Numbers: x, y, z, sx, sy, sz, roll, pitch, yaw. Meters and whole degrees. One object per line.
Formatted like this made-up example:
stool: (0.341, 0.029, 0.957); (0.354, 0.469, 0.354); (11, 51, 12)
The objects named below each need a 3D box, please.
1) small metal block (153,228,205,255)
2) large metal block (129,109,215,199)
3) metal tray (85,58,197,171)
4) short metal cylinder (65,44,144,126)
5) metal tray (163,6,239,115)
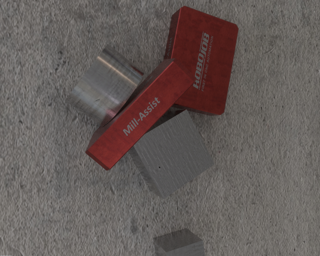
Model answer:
small metal block: (0.024, 0.158, 0.405); (0.050, 0.050, 0.025); (-10, 94, -20)
large metal block: (0.010, 0.031, 0.400); (0.080, 0.050, 0.080); (-31, 100, -17)
metal tray: (-0.024, -0.020, 0.347); (0.030, 0.090, 0.130); (43, 93, -13)
short metal cylinder: (-0.064, -0.049, 0.356); (0.050, 0.080, 0.080); (37, 78, -17)
metal tray: (0.052, -0.089, 0.426); (0.091, 0.030, 0.129); (12, 86, -20)
